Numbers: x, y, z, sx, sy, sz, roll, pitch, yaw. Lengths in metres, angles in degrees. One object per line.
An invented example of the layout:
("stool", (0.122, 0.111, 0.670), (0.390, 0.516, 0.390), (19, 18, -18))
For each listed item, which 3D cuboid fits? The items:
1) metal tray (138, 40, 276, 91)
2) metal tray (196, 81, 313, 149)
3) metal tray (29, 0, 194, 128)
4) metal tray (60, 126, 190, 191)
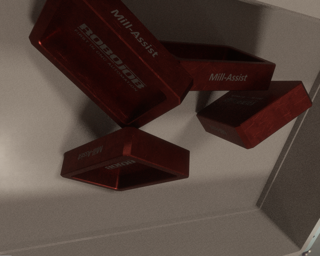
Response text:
("metal tray", (0.051, -0.072, 0.350), (0.131, 0.090, 0.030), (-4, 118, -27))
("metal tray", (0.109, -0.023, 0.388), (0.090, 0.130, 0.030), (-34, 104, -6))
("metal tray", (-0.045, -0.060, 0.276), (0.130, 0.090, 0.030), (44, 52, -14))
("metal tray", (-0.042, 0.042, 0.357), (0.090, 0.030, 0.130), (25, 148, -38))
